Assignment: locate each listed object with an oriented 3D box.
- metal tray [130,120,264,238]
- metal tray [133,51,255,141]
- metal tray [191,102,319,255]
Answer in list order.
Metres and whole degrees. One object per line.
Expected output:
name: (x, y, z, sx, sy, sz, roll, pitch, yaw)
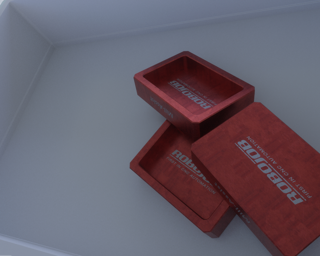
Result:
metal tray: (0.037, 0.047, 0.352, 0.130, 0.030, 0.090, 34, 80, 38)
metal tray: (0.039, -0.046, 0.384, 0.091, 0.030, 0.130, -29, 45, -20)
metal tray: (0.103, 0.044, 0.294, 0.090, 0.030, 0.130, -33, 60, -12)
